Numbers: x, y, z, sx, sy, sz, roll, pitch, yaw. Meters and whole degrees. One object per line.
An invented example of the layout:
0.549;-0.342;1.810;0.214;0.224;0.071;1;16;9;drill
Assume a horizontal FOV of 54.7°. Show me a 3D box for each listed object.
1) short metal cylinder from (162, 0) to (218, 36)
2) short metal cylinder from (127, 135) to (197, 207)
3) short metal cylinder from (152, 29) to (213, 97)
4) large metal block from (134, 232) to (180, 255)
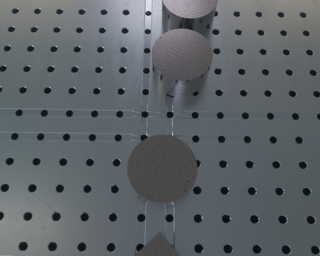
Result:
0.043;-0.180;0.465;0.081;0.050;0.080;0;70;0;short metal cylinder
0.003;0.054;0.379;0.081;0.050;0.080;0;70;0;short metal cylinder
0.029;-0.089;0.431;0.081;0.050;0.080;0;70;0;short metal cylinder
-0.003;0.172;0.335;0.080;0.050;0.080;-40;75;-13;large metal block
